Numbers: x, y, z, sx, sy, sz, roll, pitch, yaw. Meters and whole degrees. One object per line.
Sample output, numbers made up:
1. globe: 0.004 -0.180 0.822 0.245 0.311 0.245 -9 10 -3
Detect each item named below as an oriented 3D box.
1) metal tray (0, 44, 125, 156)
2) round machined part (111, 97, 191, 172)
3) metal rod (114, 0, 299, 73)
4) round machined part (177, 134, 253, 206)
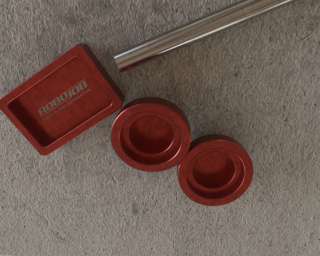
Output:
1. metal tray: -0.123 -0.034 0.393 0.130 0.030 0.090 -32 107 11
2. round machined part: -0.010 0.005 0.397 0.099 0.042 0.097 1 118 3
3. metal rod: 0.088 -0.133 0.361 0.301 0.025 0.025 -21 109 7
4. round machined part: 0.072 0.053 0.421 0.099 0.042 0.097 0 110 -1
